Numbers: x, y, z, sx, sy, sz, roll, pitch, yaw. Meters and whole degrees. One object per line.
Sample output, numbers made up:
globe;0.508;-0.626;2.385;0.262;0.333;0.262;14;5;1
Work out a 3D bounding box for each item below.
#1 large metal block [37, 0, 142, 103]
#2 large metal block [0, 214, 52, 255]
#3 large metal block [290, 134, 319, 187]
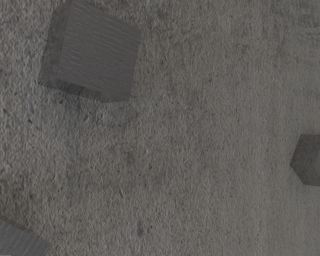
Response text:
large metal block;-0.073;-0.076;0.327;0.081;0.050;0.080;15;81;-39
large metal block;-0.156;0.112;0.258;0.080;0.050;0.080;45;63;-31
large metal block;0.331;0.070;0.666;0.080;0.050;0.080;46;62;-30
